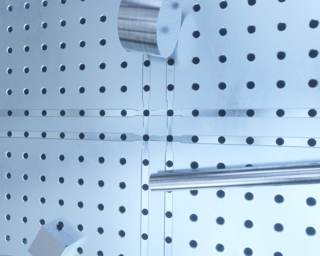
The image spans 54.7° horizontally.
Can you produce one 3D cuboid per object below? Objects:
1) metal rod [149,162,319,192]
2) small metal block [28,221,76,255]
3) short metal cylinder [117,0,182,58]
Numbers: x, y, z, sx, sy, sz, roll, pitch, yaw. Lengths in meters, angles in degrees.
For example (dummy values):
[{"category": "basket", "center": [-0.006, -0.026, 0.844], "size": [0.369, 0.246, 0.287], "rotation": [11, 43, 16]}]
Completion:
[{"category": "metal rod", "center": [0.131, 0.056, 0.366], "size": [0.301, 0.025, 0.025], "rotation": [-7, 88, 19]}, {"category": "small metal block", "center": [-0.164, 0.180, 0.471], "size": [0.050, 0.025, 0.050], "rotation": [35, 101, 16]}, {"category": "short metal cylinder", "center": [-0.011, -0.132, 0.387], "size": [0.050, 0.080, 0.080], "rotation": [14, 95, 19]}]
